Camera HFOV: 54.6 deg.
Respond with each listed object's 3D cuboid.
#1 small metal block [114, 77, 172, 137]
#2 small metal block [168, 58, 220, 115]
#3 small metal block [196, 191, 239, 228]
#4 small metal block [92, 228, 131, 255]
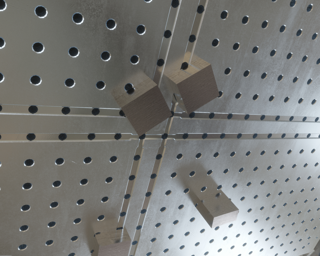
[{"bbox_3d":[-0.020,-0.026,0.384,0.050,0.025,0.050,-34,129,-6],"label":"small metal block"},{"bbox_3d":[0.044,-0.054,0.401,0.050,0.025,0.050,-31,129,-8],"label":"small metal block"},{"bbox_3d":[0.098,0.139,0.534,0.050,0.050,0.025,-9,123,-24],"label":"small metal block"},{"bbox_3d":[-0.077,0.189,0.486,0.050,0.025,0.050,-2,119,-27],"label":"small metal block"}]
